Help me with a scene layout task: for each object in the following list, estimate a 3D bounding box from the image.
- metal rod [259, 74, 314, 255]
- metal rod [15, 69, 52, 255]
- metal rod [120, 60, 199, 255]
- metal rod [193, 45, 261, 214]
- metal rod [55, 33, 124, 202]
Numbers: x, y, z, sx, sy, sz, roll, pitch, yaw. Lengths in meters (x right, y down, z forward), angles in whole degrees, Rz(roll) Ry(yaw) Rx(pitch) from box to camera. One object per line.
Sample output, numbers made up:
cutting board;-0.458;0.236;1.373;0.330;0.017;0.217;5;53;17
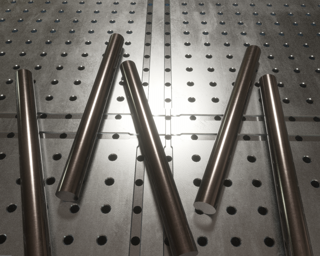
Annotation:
metal rod;0.148;0.042;0.374;0.025;0.025;0.300;5;50;3
metal rod;-0.160;0.029;0.380;0.025;0.025;0.299;-14;52;-12
metal rod;-0.013;0.014;0.395;0.025;0.025;0.300;-11;51;-10
metal rod;0.102;-0.020;0.426;0.025;0.025;0.301;17;52;13
metal rod;-0.089;-0.039;0.438;0.025;0.025;0.300;5;50;3
